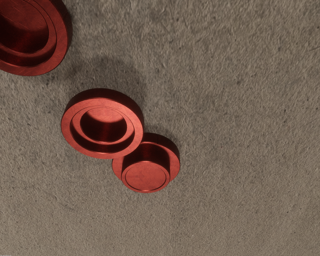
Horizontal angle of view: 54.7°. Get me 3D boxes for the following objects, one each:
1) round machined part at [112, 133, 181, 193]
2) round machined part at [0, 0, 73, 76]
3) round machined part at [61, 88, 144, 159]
[{"bbox_3d":[-0.020,0.056,0.444,0.099,0.042,0.097,-1,130,0],"label":"round machined part"},{"bbox_3d":[-0.136,-0.104,0.306,0.099,0.042,0.097,-1,130,0],"label":"round machined part"},{"bbox_3d":[-0.069,-0.010,0.387,0.099,0.042,0.097,-1,130,0],"label":"round machined part"}]
